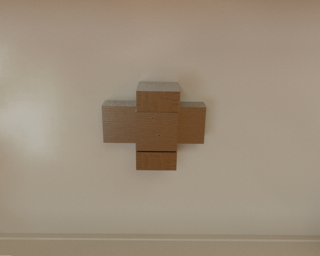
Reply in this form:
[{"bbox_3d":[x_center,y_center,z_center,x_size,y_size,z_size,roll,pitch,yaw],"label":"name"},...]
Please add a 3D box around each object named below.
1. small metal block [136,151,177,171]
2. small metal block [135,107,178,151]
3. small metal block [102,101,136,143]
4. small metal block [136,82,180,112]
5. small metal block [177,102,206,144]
[{"bbox_3d":[-0.005,0.033,0.406,0.050,0.050,0.025,1,110,-1],"label":"small metal block"},{"bbox_3d":[-0.004,0.001,0.382,0.050,0.025,0.050,1,110,-1],"label":"small metal block"},{"bbox_3d":[-0.048,-0.008,0.405,0.050,0.025,0.050,1,110,-1],"label":"small metal block"},{"bbox_3d":[-0.002,-0.039,0.381,0.050,0.050,0.025,1,110,-1],"label":"small metal block"},{"bbox_3d":[0.032,-0.007,0.407,0.050,0.025,0.050,1,110,-1],"label":"small metal block"}]
